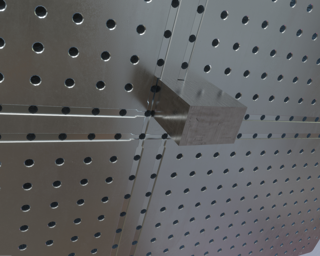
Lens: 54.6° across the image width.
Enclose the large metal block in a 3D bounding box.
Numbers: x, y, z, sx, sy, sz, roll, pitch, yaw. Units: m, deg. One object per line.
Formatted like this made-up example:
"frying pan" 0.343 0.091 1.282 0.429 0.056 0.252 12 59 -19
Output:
"large metal block" 0.045 -0.021 0.386 0.081 0.080 0.050 -1 119 -28
